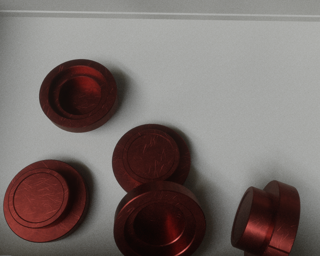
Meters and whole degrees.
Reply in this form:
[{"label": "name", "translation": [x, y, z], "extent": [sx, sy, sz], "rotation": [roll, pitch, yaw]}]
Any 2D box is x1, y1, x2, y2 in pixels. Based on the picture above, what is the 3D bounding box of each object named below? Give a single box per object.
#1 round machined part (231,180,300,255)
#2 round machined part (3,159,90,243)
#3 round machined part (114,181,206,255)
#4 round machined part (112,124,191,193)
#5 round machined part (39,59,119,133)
[{"label": "round machined part", "translation": [0.108, 0.102, 0.335], "extent": [0.042, 0.098, 0.098], "rotation": [20, 71, 7]}, {"label": "round machined part", "translation": [-0.137, 0.085, 0.368], "extent": [0.099, 0.042, 0.098], "rotation": [0, 70, -1]}, {"label": "round machined part", "translation": [-0.001, 0.102, 0.346], "extent": [0.099, 0.042, 0.097], "rotation": [-2, 109, -5]}, {"label": "round machined part", "translation": [-0.011, 0.040, 0.386], "extent": [0.099, 0.042, 0.098], "rotation": [0, 70, -1]}, {"label": "round machined part", "translation": [-0.104, -0.039, 0.414], "extent": [0.099, 0.042, 0.098], "rotation": [0, 70, -1]}]
